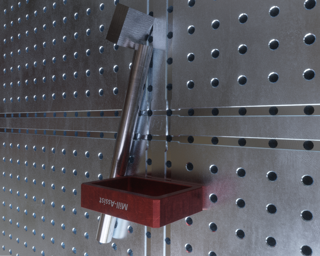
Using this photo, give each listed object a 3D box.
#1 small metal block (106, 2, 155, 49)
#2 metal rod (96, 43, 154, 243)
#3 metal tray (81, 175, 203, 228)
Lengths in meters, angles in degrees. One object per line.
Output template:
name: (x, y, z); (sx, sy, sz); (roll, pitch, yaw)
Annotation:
small metal block: (-0.040, -0.137, 0.427); (0.025, 0.050, 0.050); (35, 112, 34)
metal rod: (-0.054, 0.029, 0.454); (0.025, 0.025, 0.298); (21, 103, 38)
metal tray: (-0.024, 0.086, 0.387); (0.130, 0.091, 0.030); (1, 91, 40)
